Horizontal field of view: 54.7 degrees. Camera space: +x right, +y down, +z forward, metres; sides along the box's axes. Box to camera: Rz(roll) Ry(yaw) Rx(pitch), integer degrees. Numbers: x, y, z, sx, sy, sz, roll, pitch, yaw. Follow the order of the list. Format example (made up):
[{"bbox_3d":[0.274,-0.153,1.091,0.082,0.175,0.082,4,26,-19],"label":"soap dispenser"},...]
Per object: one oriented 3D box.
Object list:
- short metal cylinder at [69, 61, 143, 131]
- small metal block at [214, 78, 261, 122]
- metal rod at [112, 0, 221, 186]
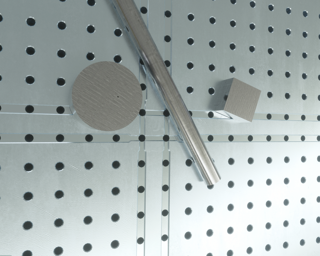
[{"bbox_3d":[-0.067,-0.036,0.375,0.081,0.050,0.079,0,90,-20],"label":"short metal cylinder"},{"bbox_3d":[0.115,-0.040,0.457,0.050,0.025,0.050,21,83,-19],"label":"small metal block"},{"bbox_3d":[0.008,-0.056,0.416,0.025,0.025,0.299,-31,100,-18],"label":"metal rod"}]
